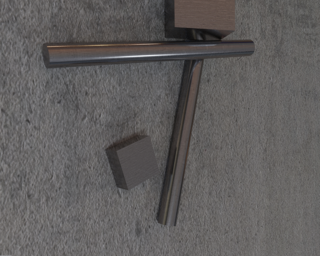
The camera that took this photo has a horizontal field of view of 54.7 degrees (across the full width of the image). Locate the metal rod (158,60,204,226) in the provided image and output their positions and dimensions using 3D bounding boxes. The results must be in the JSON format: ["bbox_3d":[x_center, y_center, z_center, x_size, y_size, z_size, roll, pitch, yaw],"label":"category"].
[{"bbox_3d":[0.036,-0.017,0.437,0.025,0.025,0.299,18,79,-39],"label":"metal rod"}]

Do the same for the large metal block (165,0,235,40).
[{"bbox_3d":[0.051,-0.165,0.413,0.081,0.050,0.079,-1,91,-13],"label":"large metal block"}]

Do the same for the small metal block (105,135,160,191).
[{"bbox_3d":[-0.033,0.041,0.379,0.050,0.025,0.050,-25,106,-38],"label":"small metal block"}]

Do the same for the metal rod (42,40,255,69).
[{"bbox_3d":[0.010,-0.097,0.392,0.303,0.025,0.025,-11,98,-33],"label":"metal rod"}]
